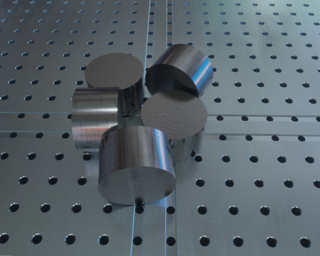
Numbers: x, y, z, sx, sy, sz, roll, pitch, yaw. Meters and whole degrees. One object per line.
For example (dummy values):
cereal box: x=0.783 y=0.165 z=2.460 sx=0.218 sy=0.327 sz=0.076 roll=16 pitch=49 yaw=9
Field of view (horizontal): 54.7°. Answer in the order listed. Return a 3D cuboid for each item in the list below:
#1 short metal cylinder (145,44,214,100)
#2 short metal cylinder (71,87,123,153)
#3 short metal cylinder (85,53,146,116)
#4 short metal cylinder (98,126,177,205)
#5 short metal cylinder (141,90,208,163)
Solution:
short metal cylinder: x=0.027 y=-0.068 z=0.429 sx=0.080 sy=0.080 sz=0.050 roll=23 pitch=53 yaw=18
short metal cylinder: x=-0.073 y=-0.010 z=0.381 sx=0.050 sy=0.080 sz=0.080 roll=-1 pitch=50 yaw=-2
short metal cylinder: x=-0.062 y=-0.063 z=0.443 sx=0.080 sy=0.050 sz=0.080 roll=0 pitch=50 yaw=1
short metal cylinder: x=-0.025 y=0.042 z=0.335 sx=0.081 sy=0.080 sz=0.050 roll=-5 pitch=51 yaw=-4
short metal cylinder: x=0.017 y=-0.002 z=0.393 sx=0.081 sy=0.050 sz=0.080 roll=1 pitch=50 yaw=0
